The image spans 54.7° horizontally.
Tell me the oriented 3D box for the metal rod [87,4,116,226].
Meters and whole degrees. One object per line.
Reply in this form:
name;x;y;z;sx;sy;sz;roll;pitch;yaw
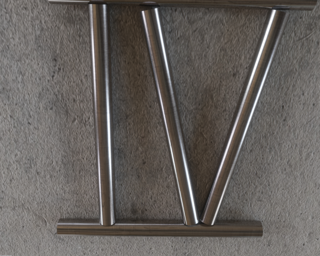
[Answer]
metal rod;-0.074;-0.003;0.408;0.025;0.025;0.298;1;110;-1

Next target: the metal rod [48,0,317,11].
metal rod;0.026;-0.152;0.355;0.302;0.025;0.025;1;110;-1

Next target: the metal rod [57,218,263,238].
metal rod;0.001;0.151;0.466;0.302;0.025;0.025;1;110;-1

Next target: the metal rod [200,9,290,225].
metal rod;0.105;0.000;0.412;0.025;0.025;0.298;12;109;-5

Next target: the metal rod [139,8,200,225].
metal rod;0.017;0.000;0.410;0.025;0.025;0.298;-11;110;3
